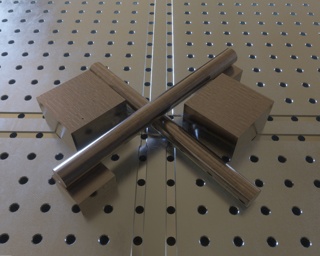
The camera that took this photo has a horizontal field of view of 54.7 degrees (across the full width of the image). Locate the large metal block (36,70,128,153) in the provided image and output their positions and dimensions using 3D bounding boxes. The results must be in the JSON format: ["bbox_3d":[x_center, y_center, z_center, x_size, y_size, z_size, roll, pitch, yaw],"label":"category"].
[{"bbox_3d":[-0.100,-0.021,0.408,0.080,0.050,0.080,-36,59,-26],"label":"large metal block"}]

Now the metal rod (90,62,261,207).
[{"bbox_3d":[0.002,-0.007,0.412,0.025,0.025,0.300,-35,59,-26],"label":"metal rod"}]

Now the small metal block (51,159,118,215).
[{"bbox_3d":[-0.086,0.061,0.356,0.050,0.025,0.050,37,59,27],"label":"small metal block"}]

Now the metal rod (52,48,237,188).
[{"bbox_3d":[0.000,-0.028,0.398,0.025,0.025,0.302,37,59,27],"label":"metal rod"}]

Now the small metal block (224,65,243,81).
[{"bbox_3d":[0.089,-0.080,0.476,0.050,0.025,0.050,-37,59,-27],"label":"small metal block"}]

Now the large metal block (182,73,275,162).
[{"bbox_3d":[0.087,-0.016,0.406,0.080,0.050,0.080,36,58,26],"label":"large metal block"}]
